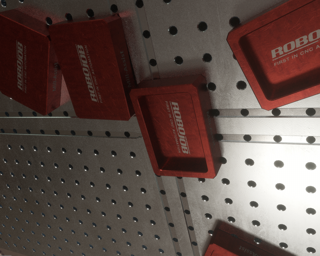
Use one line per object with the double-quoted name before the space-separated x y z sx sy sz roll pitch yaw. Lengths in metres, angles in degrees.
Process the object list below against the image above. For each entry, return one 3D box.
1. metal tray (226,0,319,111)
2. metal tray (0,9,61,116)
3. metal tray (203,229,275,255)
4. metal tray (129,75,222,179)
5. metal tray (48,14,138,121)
"metal tray" 0.140 -0.079 0.284 0.130 0.030 0.090 -21 108 35
"metal tray" -0.189 -0.092 0.448 0.090 0.030 0.129 27 128 11
"metal tray" 0.130 0.219 0.474 0.130 0.030 0.089 23 127 14
"metal tray" 0.022 0.002 0.396 0.090 0.030 0.129 -2 118 28
"metal tray" -0.083 -0.075 0.404 0.090 0.030 0.129 3 120 26
